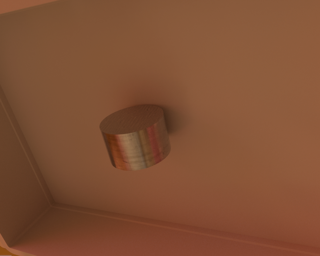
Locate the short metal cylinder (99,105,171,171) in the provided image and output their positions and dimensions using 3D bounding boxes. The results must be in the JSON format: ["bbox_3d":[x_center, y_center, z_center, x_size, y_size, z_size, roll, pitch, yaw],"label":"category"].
[{"bbox_3d":[-0.030,0.010,0.392,0.080,0.080,0.050,2,119,27],"label":"short metal cylinder"}]
